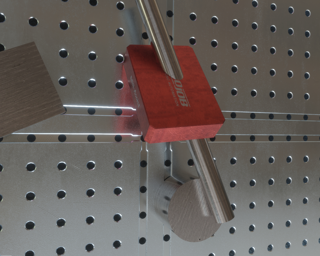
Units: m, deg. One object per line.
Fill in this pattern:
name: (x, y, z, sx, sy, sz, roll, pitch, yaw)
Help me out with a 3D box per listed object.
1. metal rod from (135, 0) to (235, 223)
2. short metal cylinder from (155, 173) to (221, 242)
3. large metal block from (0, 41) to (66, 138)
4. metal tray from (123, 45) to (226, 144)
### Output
metal rod: (0.029, -0.028, 0.381, 0.025, 0.025, 0.299, -20, 91, -19)
short metal cylinder: (0.039, 0.104, 0.414, 0.081, 0.050, 0.080, 0, 90, -20)
large metal block: (-0.160, -0.039, 0.340, 0.081, 0.050, 0.080, -25, 99, -18)
metal tray: (0.013, -0.046, 0.377, 0.091, 0.030, 0.130, -4, 56, -20)
